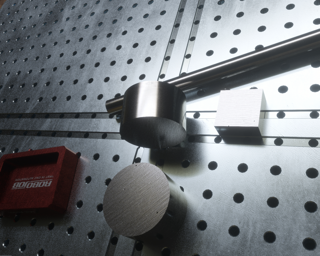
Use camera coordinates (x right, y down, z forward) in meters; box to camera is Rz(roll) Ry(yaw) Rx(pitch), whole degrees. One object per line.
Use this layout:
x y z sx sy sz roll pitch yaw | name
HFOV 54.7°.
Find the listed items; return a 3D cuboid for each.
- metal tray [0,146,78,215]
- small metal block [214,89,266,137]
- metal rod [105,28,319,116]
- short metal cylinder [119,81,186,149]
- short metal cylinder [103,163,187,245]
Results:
-0.190 0.079 0.455 0.130 0.030 0.090 -9 58 23 | metal tray
0.096 -0.018 0.369 0.050 0.025 0.050 1 62 28 | small metal block
0.062 -0.069 0.418 0.301 0.025 0.025 -16 55 19 | metal rod
-0.007 -0.014 0.386 0.080 0.080 0.050 -11 57 22 | short metal cylinder
-0.016 0.085 0.348 0.080 0.050 0.080 -13 56 21 | short metal cylinder
